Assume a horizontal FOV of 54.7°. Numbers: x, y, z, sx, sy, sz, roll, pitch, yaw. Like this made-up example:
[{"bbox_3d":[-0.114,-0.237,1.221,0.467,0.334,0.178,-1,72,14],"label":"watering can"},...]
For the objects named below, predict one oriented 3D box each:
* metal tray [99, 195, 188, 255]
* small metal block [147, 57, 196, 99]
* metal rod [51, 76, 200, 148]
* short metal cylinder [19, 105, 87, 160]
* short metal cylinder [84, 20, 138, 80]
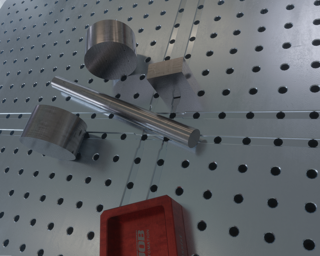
[{"bbox_3d":[-0.017,0.145,0.325,0.090,0.030,0.130,-18,55,17],"label":"metal tray"},{"bbox_3d":[0.017,-0.067,0.425,0.050,0.050,0.025,-8,59,24],"label":"small metal block"},{"bbox_3d":[-0.071,-0.034,0.465,0.300,0.025,0.025,23,74,36],"label":"metal rod"},{"bbox_3d":[-0.153,0.008,0.448,0.080,0.080,0.050,1,63,29],"label":"short metal cylinder"},{"bbox_3d":[-0.077,-0.122,0.488,0.080,0.080,0.050,-19,55,17],"label":"short metal cylinder"}]
